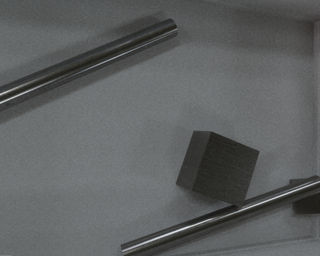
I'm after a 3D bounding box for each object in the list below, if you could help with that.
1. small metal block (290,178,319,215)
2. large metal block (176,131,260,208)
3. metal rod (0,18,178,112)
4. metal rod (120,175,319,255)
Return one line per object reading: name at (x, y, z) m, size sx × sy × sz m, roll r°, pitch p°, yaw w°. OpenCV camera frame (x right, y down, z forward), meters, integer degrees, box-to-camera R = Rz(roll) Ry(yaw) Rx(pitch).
small metal block at (0.236, 0.107, 0.488) m, size 0.050 × 0.025 × 0.050 m, roll -6°, pitch 93°, yaw 13°
large metal block at (0.079, 0.055, 0.428) m, size 0.080 × 0.050 × 0.080 m, roll 22°, pitch 83°, yaw -19°
metal rod at (-0.110, -0.068, 0.370) m, size 0.302 × 0.025 × 0.025 m, roll -28°, pitch 100°, yaw -18°
metal rod at (0.095, 0.122, 0.428) m, size 0.302 × 0.025 × 0.025 m, roll -16°, pitch 96°, yaw -13°
